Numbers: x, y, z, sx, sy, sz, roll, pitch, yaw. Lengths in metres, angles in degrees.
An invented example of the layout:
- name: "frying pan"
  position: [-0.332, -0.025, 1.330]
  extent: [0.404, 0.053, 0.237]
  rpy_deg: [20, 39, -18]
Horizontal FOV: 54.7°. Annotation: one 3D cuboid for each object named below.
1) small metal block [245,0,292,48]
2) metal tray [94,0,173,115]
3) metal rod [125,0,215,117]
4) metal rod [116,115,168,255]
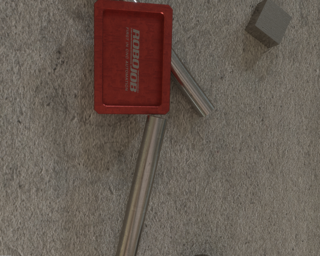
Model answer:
- name: "small metal block"
  position: [0.165, -0.159, 0.472]
  extent: [0.050, 0.025, 0.050]
  rpy_deg: [30, 80, -18]
- name: "metal tray"
  position: [-0.034, -0.082, 0.377]
  extent: [0.091, 0.030, 0.129]
  rpy_deg: [0, 98, -11]
- name: "metal rod"
  position: [-0.024, -0.137, 0.400]
  extent: [0.025, 0.025, 0.300]
  rpy_deg: [-42, 104, -15]
- name: "metal rod"
  position: [-0.036, 0.132, 0.376]
  extent: [0.025, 0.025, 0.298]
  rpy_deg: [12, 94, -20]
